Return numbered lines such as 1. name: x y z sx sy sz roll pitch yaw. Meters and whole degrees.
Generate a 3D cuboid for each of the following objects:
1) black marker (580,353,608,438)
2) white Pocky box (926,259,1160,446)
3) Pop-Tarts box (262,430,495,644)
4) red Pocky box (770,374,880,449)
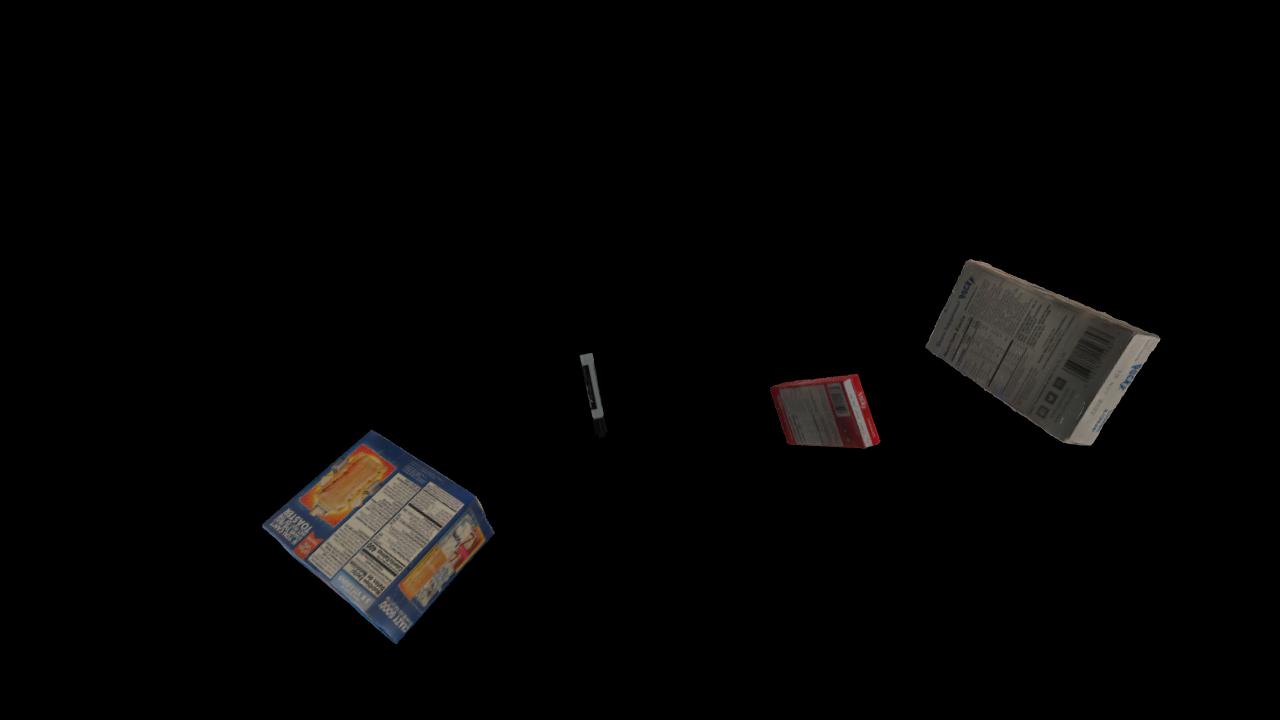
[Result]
1. black marker: -0.065 0.051 0.875 0.020 0.121 0.020 -11 2 0
2. white Pocky box: 0.283 -0.012 0.456 0.028 0.084 0.154 9 23 -17
3. Pop-Tarts box: -0.265 0.175 0.635 0.167 0.083 0.141 23 53 26
4. red Pocky box: 0.220 0.063 0.750 0.028 0.083 0.155 -19 1 -20
